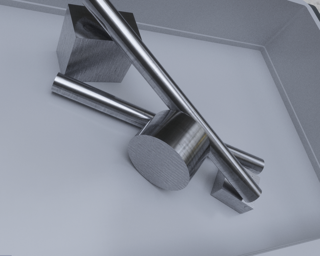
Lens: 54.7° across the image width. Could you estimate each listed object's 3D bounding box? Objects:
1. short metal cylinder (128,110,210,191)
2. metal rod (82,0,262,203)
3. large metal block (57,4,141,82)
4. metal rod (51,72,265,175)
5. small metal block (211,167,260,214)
[{"bbox_3d":[0.010,0.026,0.359,0.080,0.080,0.050,43,51,0],"label":"short metal cylinder"},{"bbox_3d":[0.020,-0.030,0.360,0.300,0.025,0.025,50,50,-9],"label":"metal rod"},{"bbox_3d":[-0.079,-0.102,0.390,0.081,0.080,0.050,-4,64,-30],"label":"large metal block"},{"bbox_3d":[0.009,0.000,0.410,0.302,0.025,0.025,23,53,-15],"label":"metal rod"},{"bbox_3d":[0.102,0.078,0.413,0.050,0.025,0.050,33,51,-7],"label":"small metal block"}]
